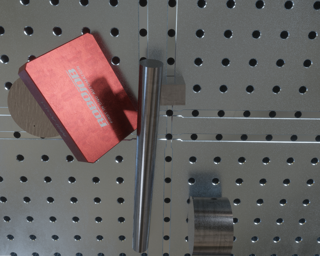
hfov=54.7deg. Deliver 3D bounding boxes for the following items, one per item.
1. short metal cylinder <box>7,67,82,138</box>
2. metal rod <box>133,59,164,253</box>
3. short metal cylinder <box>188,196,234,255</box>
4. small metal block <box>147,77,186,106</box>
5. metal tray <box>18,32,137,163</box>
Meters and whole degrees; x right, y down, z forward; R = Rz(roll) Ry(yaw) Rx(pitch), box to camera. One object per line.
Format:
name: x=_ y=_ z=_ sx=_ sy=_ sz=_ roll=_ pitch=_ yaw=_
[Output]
short metal cylinder: x=-0.138 y=-0.034 z=0.386 sx=0.081 sy=0.050 sz=0.079 roll=0 pitch=110 yaw=0
metal rod: x=-0.020 y=0.058 z=0.402 sx=0.025 sy=0.025 sz=0.298 roll=4 pitch=122 yaw=-2
short metal cylinder: x=0.068 y=0.137 z=0.435 sx=0.050 sy=0.080 sz=0.079 roll=2 pitch=110 yaw=-1
small metal block: x=0.004 y=-0.047 z=0.383 sx=0.050 sy=0.050 sz=0.025 roll=-1 pitch=110 yaw=0
metal tray: x=-0.089 y=-0.035 z=0.369 sx=0.090 sy=0.030 sz=0.130 roll=-40 pitch=111 yaw=-31
